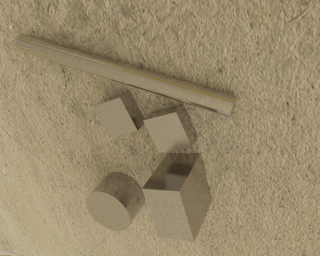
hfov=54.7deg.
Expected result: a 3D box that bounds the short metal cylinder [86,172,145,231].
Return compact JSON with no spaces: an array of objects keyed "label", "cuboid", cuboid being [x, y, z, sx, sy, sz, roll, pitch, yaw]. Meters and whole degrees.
[{"label":"short metal cylinder","cuboid":[-0.071,0.118,0.499,0.080,0.050,0.079,13,124,20]}]

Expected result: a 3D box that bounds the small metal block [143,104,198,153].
[{"label":"small metal block","cuboid":[0.014,0.001,0.399,0.050,0.025,0.050,-13,112,33]}]

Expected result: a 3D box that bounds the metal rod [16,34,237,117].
[{"label":"metal rod","cuboid":[-0.054,-0.071,0.389,0.301,0.025,0.025,19,126,16]}]

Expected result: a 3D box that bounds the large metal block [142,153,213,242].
[{"label":"large metal block","cuboid":[0.027,0.089,0.411,0.050,0.080,0.080,-2,117,29]}]

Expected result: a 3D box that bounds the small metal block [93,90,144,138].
[{"label":"small metal block","cuboid":[-0.055,-0.018,0.423,0.050,0.025,0.050,-15,111,33]}]
